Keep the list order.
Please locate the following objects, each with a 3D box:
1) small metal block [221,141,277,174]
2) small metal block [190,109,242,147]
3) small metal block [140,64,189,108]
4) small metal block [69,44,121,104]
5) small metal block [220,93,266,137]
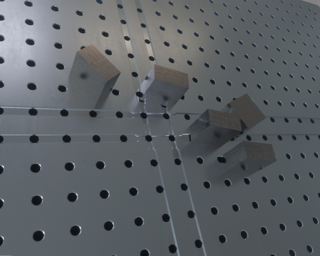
[{"bbox_3d":[0.123,0.042,0.432,0.050,0.050,0.025,7,59,-25],"label":"small metal block"},{"bbox_3d":[0.077,0.001,0.432,0.050,0.050,0.025,10,57,-23],"label":"small metal block"},{"bbox_3d":[0.005,-0.057,0.429,0.050,0.050,0.025,12,57,-22],"label":"small metal block"},{"bbox_3d":[-0.083,-0.067,0.388,0.050,0.050,0.025,45,51,3],"label":"small metal block"},{"bbox_3d":[0.131,-0.021,0.491,0.050,0.025,0.050,-27,77,-37],"label":"small metal block"}]
